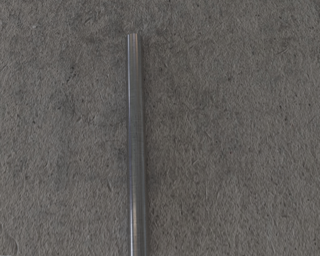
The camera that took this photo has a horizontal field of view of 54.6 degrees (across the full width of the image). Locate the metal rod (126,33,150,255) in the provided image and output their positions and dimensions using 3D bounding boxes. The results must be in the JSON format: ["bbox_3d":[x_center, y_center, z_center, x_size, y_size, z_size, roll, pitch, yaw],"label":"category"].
[{"bbox_3d":[-0.031,0.009,0.404,0.025,0.025,0.299,-3,70,-1],"label":"metal rod"}]
